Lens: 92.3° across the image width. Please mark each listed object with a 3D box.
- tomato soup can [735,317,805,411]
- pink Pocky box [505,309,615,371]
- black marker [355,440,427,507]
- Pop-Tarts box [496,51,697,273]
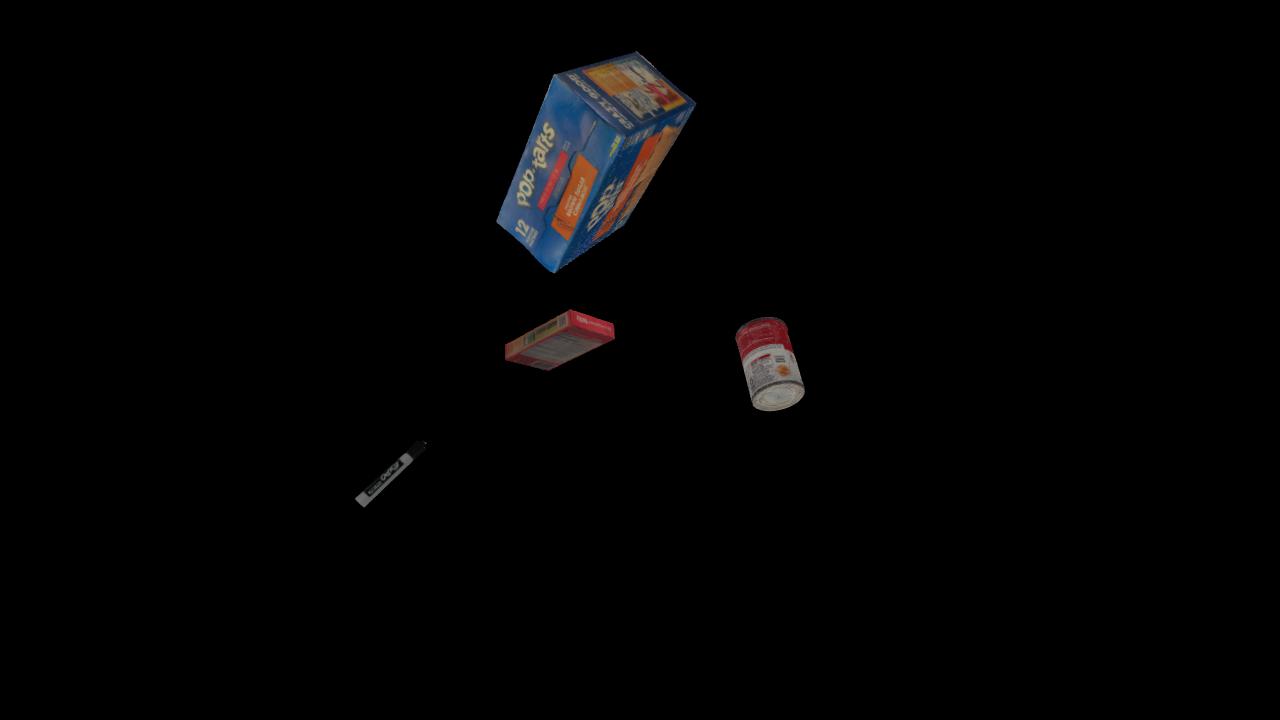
[{"bbox_3d":[0.163,0.005,0.774,0.068,0.101,0.068,-5,-35,-4],"label":"tomato soup can"},{"bbox_3d":[-0.119,-0.026,0.898,0.155,0.029,0.084,-23,-27,39],"label":"pink Pocky box"},{"bbox_3d":[-0.361,0.164,0.900,0.121,0.020,0.020,-46,21,-21],"label":"black marker"},{"bbox_3d":[-0.043,-0.190,0.596,0.141,0.083,0.167,-45,-5,-46],"label":"Pop-Tarts box"}]
